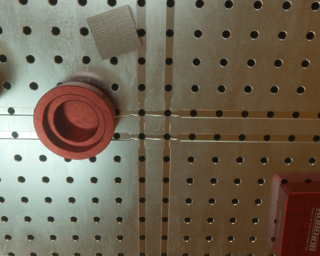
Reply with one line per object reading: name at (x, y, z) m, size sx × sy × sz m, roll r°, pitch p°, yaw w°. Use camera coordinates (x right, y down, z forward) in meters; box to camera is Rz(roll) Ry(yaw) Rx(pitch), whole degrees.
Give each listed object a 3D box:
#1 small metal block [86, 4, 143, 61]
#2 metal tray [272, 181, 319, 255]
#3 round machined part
small metal block at (-0.053, -0.114, 0.371) m, size 0.050 × 0.025 × 0.050 m, roll -17°, pitch 110°, yaw 6°
metal tray at (0.225, 0.145, 0.467) m, size 0.091 × 0.030 × 0.129 m, roll -2°, pitch 110°, yaw 0°
round machined part at (-0.105, -0.012, 0.399) m, size 0.099 × 0.042 × 0.097 m, roll 0°, pitch 110°, yaw -1°
